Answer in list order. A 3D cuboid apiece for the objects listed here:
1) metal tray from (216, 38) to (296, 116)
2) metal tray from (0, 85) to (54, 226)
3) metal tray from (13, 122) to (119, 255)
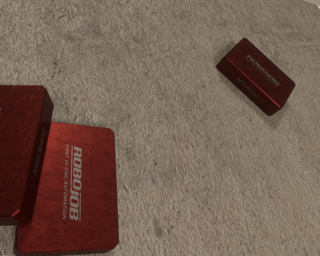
[{"bbox_3d":[0.173,-0.093,0.554,0.130,0.030,0.090,43,51,1],"label":"metal tray"},{"bbox_3d":[-0.156,0.020,0.283,0.091,0.030,0.130,0,59,-2],"label":"metal tray"},{"bbox_3d":[-0.092,0.059,0.316,0.091,0.030,0.130,7,58,-25],"label":"metal tray"}]
